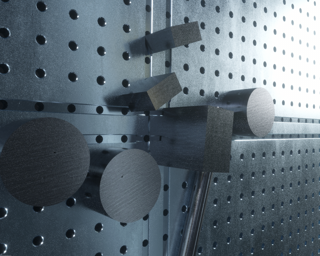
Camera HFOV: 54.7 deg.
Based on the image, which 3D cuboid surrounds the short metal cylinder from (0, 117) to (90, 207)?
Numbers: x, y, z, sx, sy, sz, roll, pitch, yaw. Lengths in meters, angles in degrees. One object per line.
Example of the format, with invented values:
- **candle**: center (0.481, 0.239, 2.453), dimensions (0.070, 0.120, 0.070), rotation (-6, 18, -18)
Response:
- **short metal cylinder**: center (-0.115, 0.030, 0.296), dimensions (0.081, 0.050, 0.080), rotation (0, 90, -40)

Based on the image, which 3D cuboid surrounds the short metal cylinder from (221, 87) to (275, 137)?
- **short metal cylinder**: center (0.147, -0.025, 0.516), dimensions (0.081, 0.050, 0.080), rotation (0, 90, -40)

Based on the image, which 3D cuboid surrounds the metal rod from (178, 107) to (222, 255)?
- **metal rod**: center (0.055, 0.113, 0.455), dimensions (0.025, 0.025, 0.299), rotation (23, 75, -38)

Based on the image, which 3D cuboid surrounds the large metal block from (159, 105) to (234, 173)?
- **large metal block**: center (0.047, 0.015, 0.413), dimensions (0.050, 0.080, 0.080), rotation (9, 84, -40)

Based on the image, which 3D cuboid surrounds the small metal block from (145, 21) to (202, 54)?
- **small metal block**: center (0.018, -0.118, 0.407), dimensions (0.050, 0.050, 0.025), rotation (-26, 106, -37)

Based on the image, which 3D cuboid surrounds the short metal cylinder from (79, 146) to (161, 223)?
- **short metal cylinder**: center (-0.046, 0.062, 0.355), dimensions (0.081, 0.050, 0.080), rotation (0, 90, -40)

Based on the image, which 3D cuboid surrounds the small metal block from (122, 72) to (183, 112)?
- **small metal block**: center (-0.010, -0.044, 0.385), dimensions (0.050, 0.050, 0.025), rotation (-39, 114, -33)
